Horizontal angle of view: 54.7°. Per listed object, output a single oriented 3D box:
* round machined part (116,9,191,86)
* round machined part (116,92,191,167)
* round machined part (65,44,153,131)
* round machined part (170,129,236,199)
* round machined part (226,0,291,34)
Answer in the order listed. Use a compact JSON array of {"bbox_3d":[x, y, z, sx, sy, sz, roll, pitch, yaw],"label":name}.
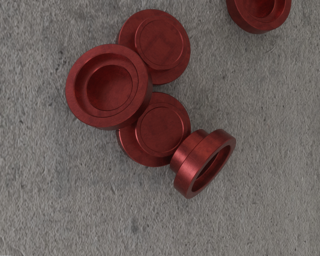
[{"bbox_3d":[-0.005,-0.104,0.398,0.099,0.042,0.097,0,90,-20],"label":"round machined part"},{"bbox_3d":[-0.004,0.002,0.398,0.099,0.042,0.097,0,90,-20],"label":"round machined part"},{"bbox_3d":[-0.056,-0.044,0.363,0.098,0.042,0.098,-3,78,13],"label":"round machined part"},{"bbox_3d":[0.051,0.040,0.400,0.042,0.098,0.098,39,74,25],"label":"round machined part"},{"bbox_3d":[0.137,-0.185,0.450,0.099,0.042,0.097,0,90,-20],"label":"round machined part"}]
